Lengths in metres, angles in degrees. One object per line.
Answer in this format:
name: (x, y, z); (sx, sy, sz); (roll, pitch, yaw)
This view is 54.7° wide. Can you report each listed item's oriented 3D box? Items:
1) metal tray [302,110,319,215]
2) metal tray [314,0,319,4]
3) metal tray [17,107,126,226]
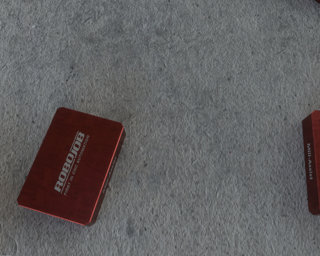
metal tray: (0.234, 0.045, 0.390); (0.091, 0.030, 0.130); (5, 70, 1)
metal tray: (0.253, -0.265, 0.503); (0.090, 0.030, 0.130); (-42, 76, -14)
metal tray: (-0.106, 0.046, 0.388); (0.090, 0.030, 0.130); (15, 71, 5)
